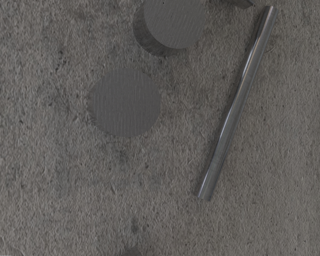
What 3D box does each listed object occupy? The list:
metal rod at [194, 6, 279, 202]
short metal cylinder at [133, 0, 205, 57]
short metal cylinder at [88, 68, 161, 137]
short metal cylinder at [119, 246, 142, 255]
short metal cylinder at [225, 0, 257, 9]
[{"bbox_3d":[0.113,-0.040,0.450,0.025,0.025,0.299,24,82,-19],"label":"metal rod"},{"bbox_3d":[0.011,-0.136,0.399,0.081,0.050,0.079,0,90,-20],"label":"short metal cylinder"},{"bbox_3d":[-0.045,-0.029,0.379,0.081,0.050,0.079,0,90,-20],"label":"short metal cylinder"},{"bbox_3d":[-0.031,0.190,0.369,0.050,0.080,0.080,-29,100,-18],"label":"short metal cylinder"},{"bbox_3d":[0.112,-0.211,0.420,0.050,0.080,0.080,20,84,-19],"label":"short metal cylinder"}]
